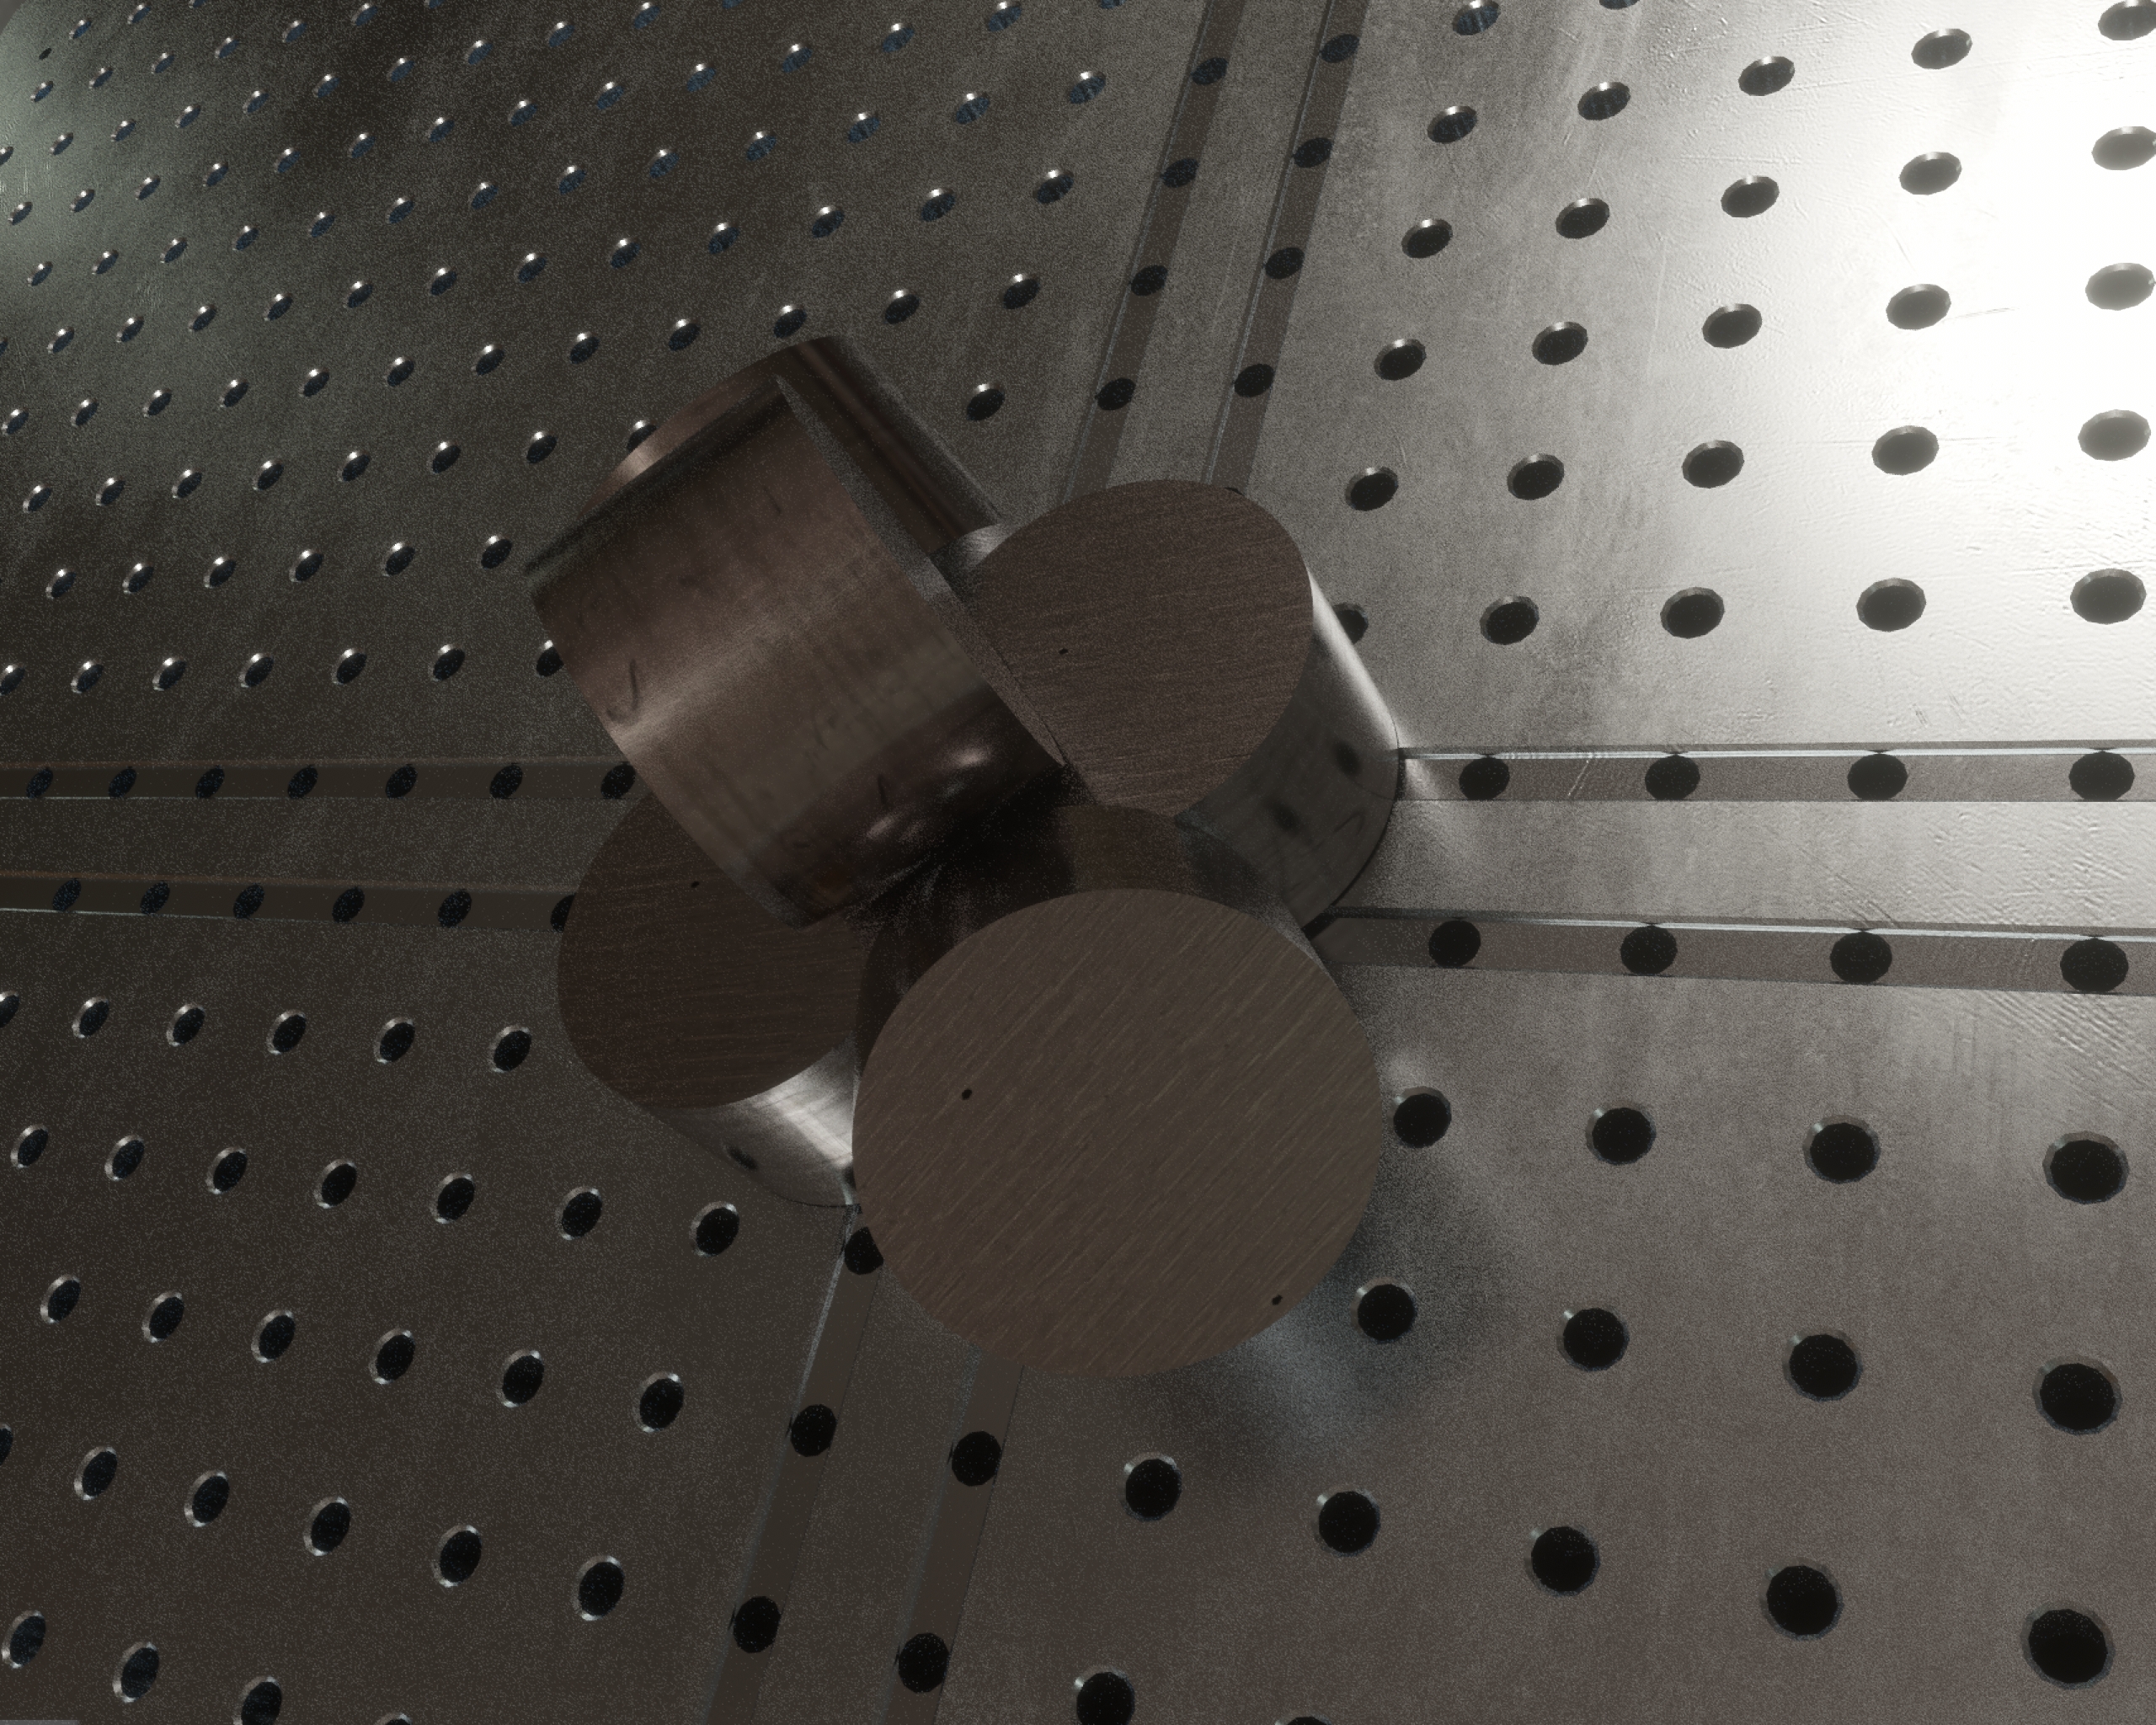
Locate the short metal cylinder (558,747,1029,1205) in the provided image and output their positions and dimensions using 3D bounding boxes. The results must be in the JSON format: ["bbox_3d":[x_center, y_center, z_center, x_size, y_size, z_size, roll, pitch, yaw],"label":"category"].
[{"bbox_3d":[-0.052,0.020,0.405,0.080,0.050,0.080,-13,56,20],"label":"short metal cylinder"}]

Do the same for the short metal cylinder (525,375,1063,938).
[{"bbox_3d":[-0.046,-0.034,0.351,0.050,0.080,0.080,-36,52,4],"label":"short metal cylinder"}]

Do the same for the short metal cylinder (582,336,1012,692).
[{"bbox_3d":[-0.059,-0.062,0.431,0.080,0.080,0.050,-39,85,1],"label":"short metal cylinder"}]

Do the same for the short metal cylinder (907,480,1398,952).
[{"bbox_3d":[0.015,-0.026,0.398,0.080,0.050,0.080,-13,56,20],"label":"short metal cylinder"}]

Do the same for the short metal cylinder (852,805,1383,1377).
[{"bbox_3d":[0.004,0.035,0.339,0.080,0.080,0.050,-35,16,5],"label":"short metal cylinder"}]
